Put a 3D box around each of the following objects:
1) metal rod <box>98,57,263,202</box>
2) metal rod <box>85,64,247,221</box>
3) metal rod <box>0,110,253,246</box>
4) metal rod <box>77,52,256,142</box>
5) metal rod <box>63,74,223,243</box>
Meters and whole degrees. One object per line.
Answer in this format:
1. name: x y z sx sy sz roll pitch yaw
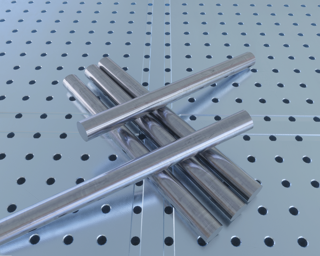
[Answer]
1. metal rod: 0.009 -0.014 0.419 0.025 0.025 0.300 -33 58 -25
2. metal rod: -0.011 0.002 0.406 0.025 0.025 0.300 -32 57 -24
3. metal rod: -0.034 0.050 0.338 0.302 0.025 0.025 -24 54 -9
4. metal rod: 0.029 -0.054 0.427 0.302 0.025 0.025 -26 55 -31
5. metal rod: -0.039 0.019 0.390 0.025 0.025 0.300 -32 57 -24
